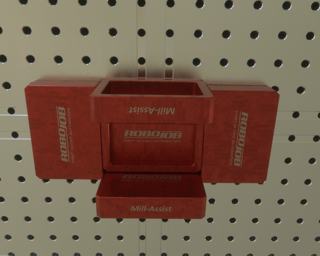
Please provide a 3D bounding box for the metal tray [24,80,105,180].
[{"bbox_3d":[-0.121,0.004,0.410,0.091,0.030,0.129,1,110,-1],"label":"metal tray"}]

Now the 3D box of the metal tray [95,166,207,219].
[{"bbox_3d":[-0.011,0.079,0.406,0.131,0.090,0.030,1,110,-1],"label":"metal tray"}]

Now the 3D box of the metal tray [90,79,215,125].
[{"bbox_3d":[-0.008,-0.034,0.366,0.131,0.090,0.030,1,110,-1],"label":"metal tray"}]

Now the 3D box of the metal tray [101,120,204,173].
[{"bbox_3d":[-0.010,0.013,0.413,0.131,0.030,0.089,1,110,-1],"label":"metal tray"}]

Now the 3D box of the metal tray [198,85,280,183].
[{"bbox_3d":[0.101,0.010,0.414,0.091,0.030,0.129,1,110,-2],"label":"metal tray"}]
